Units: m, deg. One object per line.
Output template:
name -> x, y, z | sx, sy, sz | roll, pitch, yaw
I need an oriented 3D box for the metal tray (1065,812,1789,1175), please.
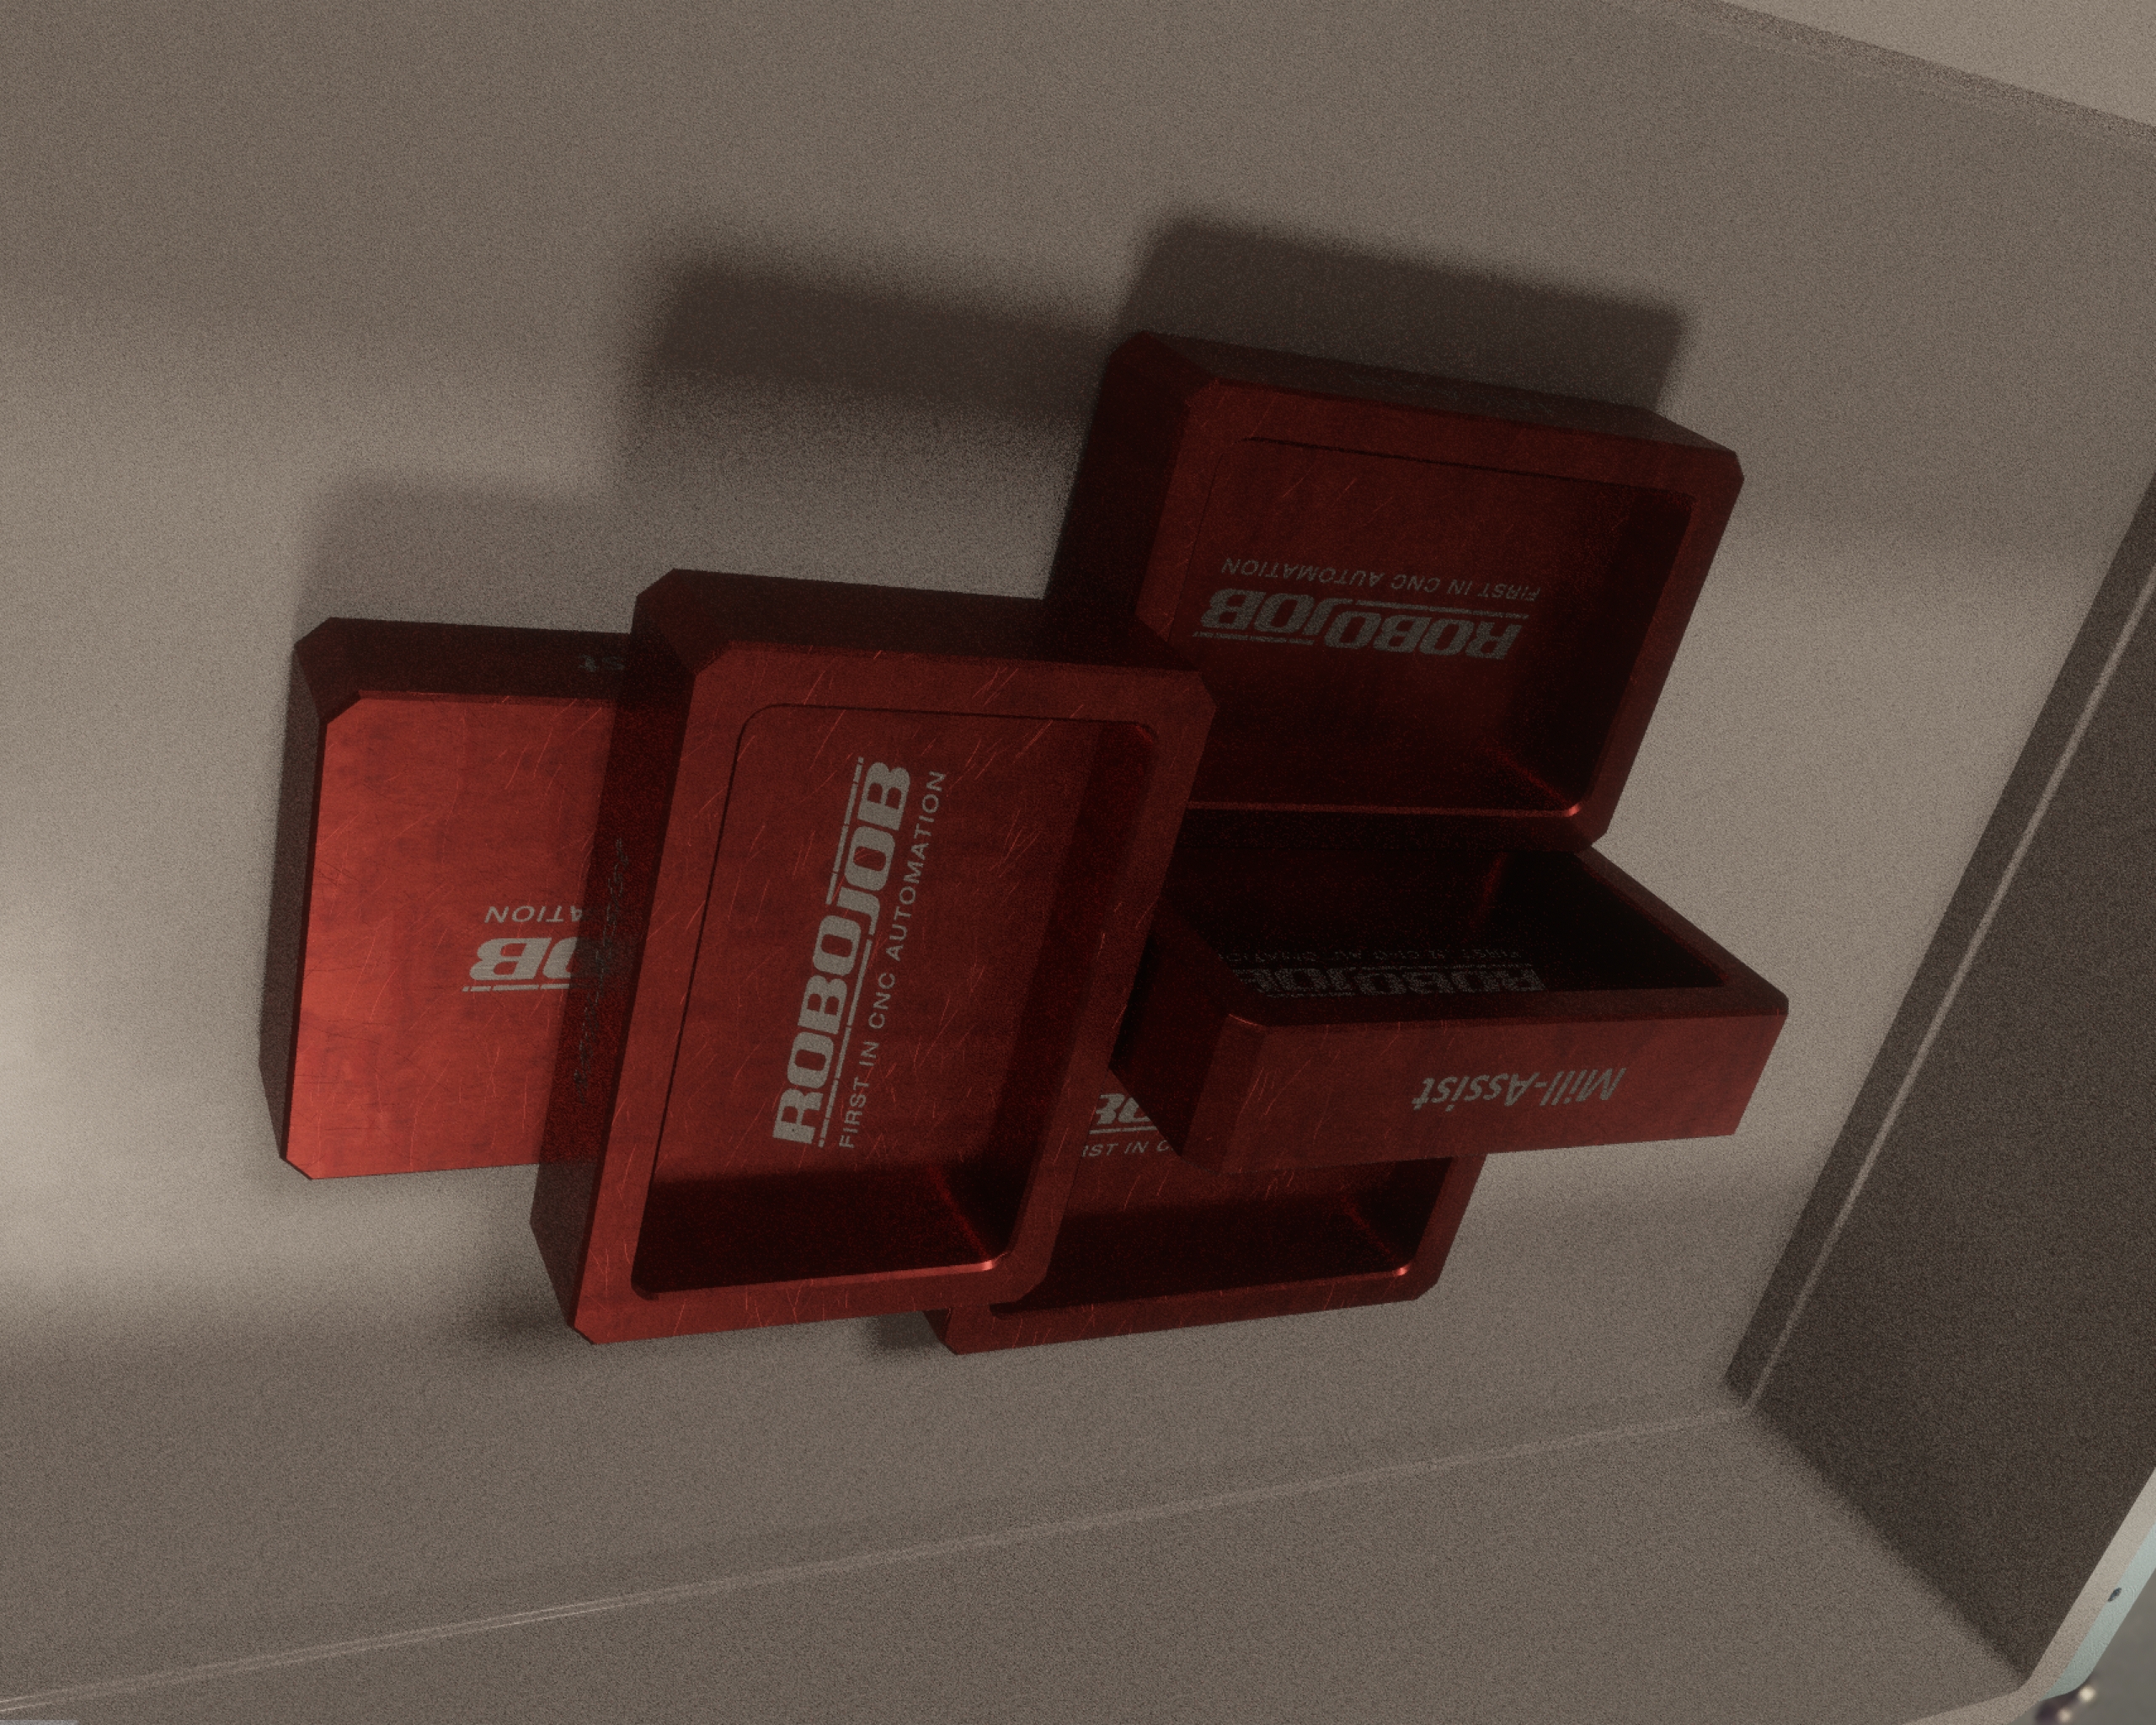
metal tray -> 0.061, 0.019, 0.411 | 0.131, 0.090, 0.030 | 1, 118, -29

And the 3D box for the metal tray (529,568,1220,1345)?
metal tray -> -0.037, 0.019, 0.356 | 0.091, 0.030, 0.129 | 1, 118, -29

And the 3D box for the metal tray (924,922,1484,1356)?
metal tray -> 0.032, 0.058, 0.458 | 0.131, 0.030, 0.089 | 0, 118, -29

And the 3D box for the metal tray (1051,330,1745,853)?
metal tray -> 0.059, -0.048, 0.408 | 0.131, 0.030, 0.089 | 1, 118, -29

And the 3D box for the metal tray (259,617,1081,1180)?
metal tray -> -0.070, 0.007, 0.368 | 0.131, 0.030, 0.089 | 0, 118, -29
